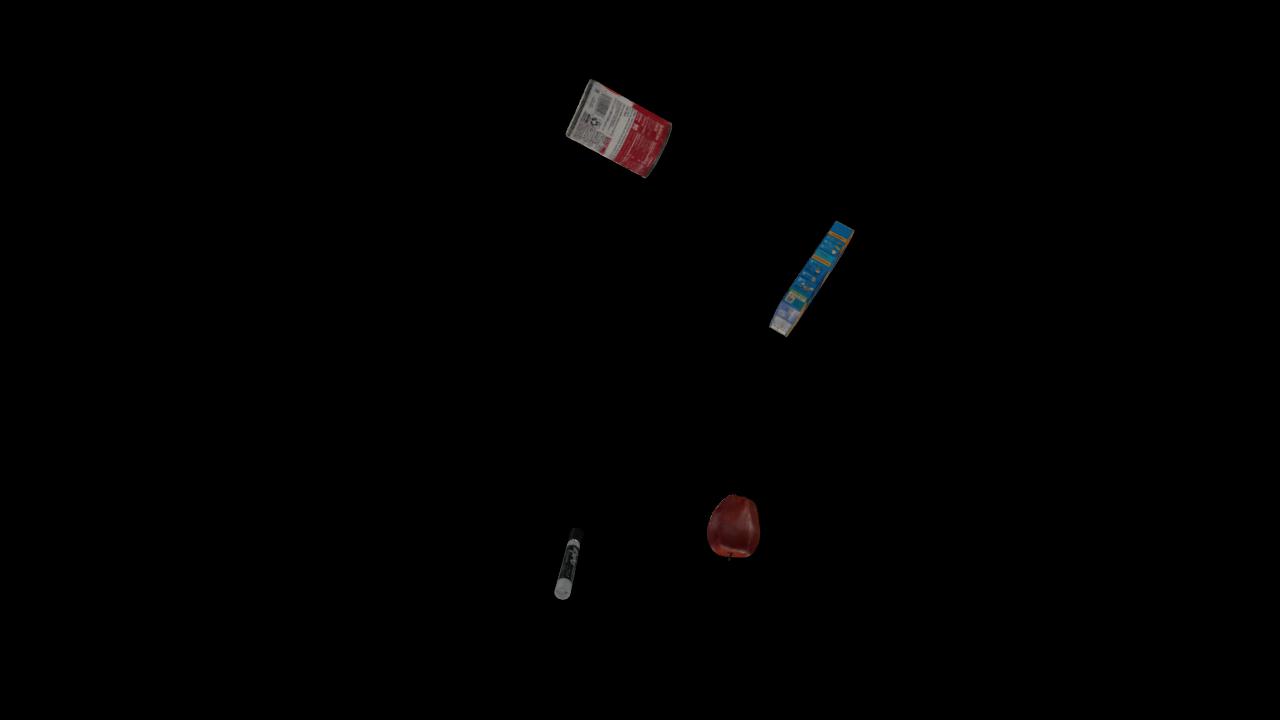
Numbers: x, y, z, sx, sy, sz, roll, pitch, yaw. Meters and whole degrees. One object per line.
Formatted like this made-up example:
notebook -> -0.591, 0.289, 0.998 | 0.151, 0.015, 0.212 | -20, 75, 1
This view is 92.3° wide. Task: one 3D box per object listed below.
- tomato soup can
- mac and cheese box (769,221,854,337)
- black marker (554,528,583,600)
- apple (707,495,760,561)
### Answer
tomato soup can -> -0.024, -0.255, 0.683 | 0.101, 0.068, 0.068 | 23, -7, -16
mac and cheese box -> 0.278, -0.131, 0.998 | 0.041, 0.184, 0.093 | 33, -20, 13
black marker -> -0.086, 0.246, 0.755 | 0.020, 0.020, 0.121 | 0, 19, 2
apple -> 0.138, 0.247, 0.905 | 0.079, 0.093, 0.079 | 10, -25, 5
